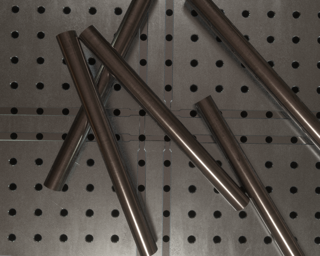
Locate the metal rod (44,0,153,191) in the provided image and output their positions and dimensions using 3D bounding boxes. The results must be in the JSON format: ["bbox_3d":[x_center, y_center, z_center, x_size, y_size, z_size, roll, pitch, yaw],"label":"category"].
[{"bbox_3d":[-0.078,-0.056,0.412,0.025,0.025,0.299,26,90,-1],"label":"metal rod"}]

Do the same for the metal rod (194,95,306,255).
[{"bbox_3d":[0.133,0.091,0.415,0.025,0.025,0.299,-31,90,0],"label":"metal rod"}]

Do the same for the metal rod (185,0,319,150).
[{"bbox_3d":[0.141,-0.071,0.415,0.025,0.025,0.300,-42,91,0],"label":"metal rod"}]

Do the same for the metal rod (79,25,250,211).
[{"bbox_3d":[0.010,-0.008,0.398,0.025,0.025,0.300,-42,97,0],"label":"metal rod"}]

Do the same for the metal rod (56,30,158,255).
[{"bbox_3d":[-0.064,0.026,0.394,0.025,0.025,0.298,-20,98,0],"label":"metal rod"}]
